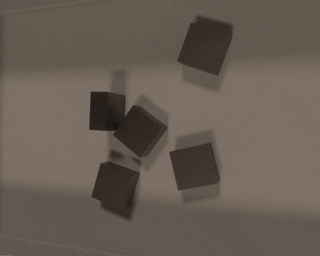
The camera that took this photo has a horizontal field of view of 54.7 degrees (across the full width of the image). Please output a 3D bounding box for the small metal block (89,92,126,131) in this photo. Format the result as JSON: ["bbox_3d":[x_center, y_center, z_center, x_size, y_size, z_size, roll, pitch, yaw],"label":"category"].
[{"bbox_3d":[-0.071,-0.022,0.421,0.025,0.050,0.050,3,91,20],"label":"small metal block"}]

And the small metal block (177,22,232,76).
[{"bbox_3d":[0.056,-0.099,0.390,0.050,0.025,0.050,22,97,18],"label":"small metal block"}]

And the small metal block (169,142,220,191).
[{"bbox_3d":[0.044,0.049,0.394,0.050,0.025,0.050,-14,85,19],"label":"small metal block"}]

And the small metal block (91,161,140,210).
[{"bbox_3d":[-0.061,0.079,0.431,0.050,0.025,0.050,18,96,18],"label":"small metal block"}]

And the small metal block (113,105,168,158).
[{"bbox_3d":[-0.026,0.004,0.419,0.050,0.025,0.050,38,102,15],"label":"small metal block"}]
